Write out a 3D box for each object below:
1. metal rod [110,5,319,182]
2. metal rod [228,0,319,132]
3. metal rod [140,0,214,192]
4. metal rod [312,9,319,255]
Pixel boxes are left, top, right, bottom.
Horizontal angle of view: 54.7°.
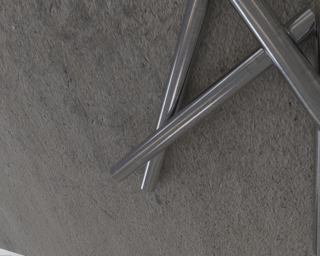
[{"bbox_3d":[0.039,-0.018,0.351,0.025,0.025,0.299,47,122,-5],"label":"metal rod"},{"bbox_3d":[0.095,-0.084,0.270,0.025,0.025,0.299,-35,88,38],"label":"metal rod"},{"bbox_3d":[0.014,-0.028,0.382,0.025,0.025,0.298,25,127,13],"label":"metal rod"},{"bbox_3d":[0.173,0.030,0.321,0.025,0.025,0.298,1,123,27],"label":"metal rod"}]
